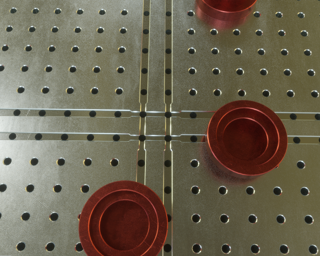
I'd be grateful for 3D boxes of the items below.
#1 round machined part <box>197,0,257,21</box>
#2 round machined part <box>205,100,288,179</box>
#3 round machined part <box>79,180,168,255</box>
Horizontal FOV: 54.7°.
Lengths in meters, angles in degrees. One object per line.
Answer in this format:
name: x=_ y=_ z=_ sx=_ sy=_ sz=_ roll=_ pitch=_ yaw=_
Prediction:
round machined part: x=0.107 y=-0.221 z=0.485 sx=0.099 sy=0.042 sz=0.098 roll=0 pitch=70 yaw=-1
round machined part: x=0.107 y=0.017 z=0.398 sx=0.099 sy=0.042 sz=0.098 roll=0 pitch=70 yaw=-1
round machined part: x=-0.040 y=0.113 z=0.361 sx=0.099 sy=0.042 sz=0.098 roll=0 pitch=70 yaw=-1
